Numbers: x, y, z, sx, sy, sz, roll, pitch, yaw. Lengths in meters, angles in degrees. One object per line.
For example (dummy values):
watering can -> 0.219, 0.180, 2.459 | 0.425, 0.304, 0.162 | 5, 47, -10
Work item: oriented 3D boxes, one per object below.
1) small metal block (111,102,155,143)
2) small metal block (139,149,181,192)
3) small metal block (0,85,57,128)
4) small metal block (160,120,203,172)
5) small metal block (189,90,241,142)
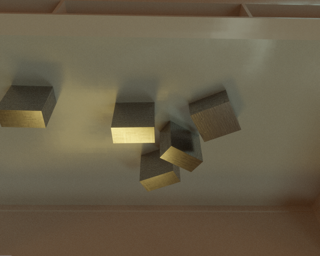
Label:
small metal block -> -0.032, -0.007, 0.386 | 0.050, 0.050, 0.025 | -1, 130, 0
small metal block -> 0.000, 0.057, 0.441 | 0.050, 0.050, 0.025 | -20, 128, 16
small metal block -> -0.157, -0.026, 0.368 | 0.050, 0.050, 0.025 | 2, 130, -2
small metal block -> 0.027, 0.024, 0.414 | 0.050, 0.050, 0.025 | 27, 125, -22
small metal block -> 0.071, -0.014, 0.398 | 0.050, 0.025, 0.050 | -20, 128, 16
